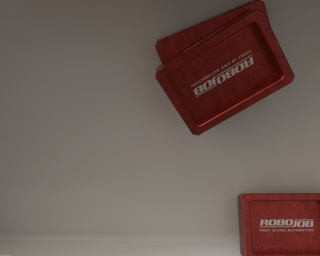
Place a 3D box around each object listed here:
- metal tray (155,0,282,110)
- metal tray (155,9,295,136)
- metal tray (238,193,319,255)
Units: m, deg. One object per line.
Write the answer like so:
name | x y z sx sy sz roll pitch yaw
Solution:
metal tray | 0.070 -0.087 0.377 0.130 0.030 0.090 -21 109 7
metal tray | 0.072 -0.061 0.353 0.130 0.030 0.090 -31 108 10
metal tray | 0.180 0.138 0.437 0.131 0.030 0.090 0 78 0
